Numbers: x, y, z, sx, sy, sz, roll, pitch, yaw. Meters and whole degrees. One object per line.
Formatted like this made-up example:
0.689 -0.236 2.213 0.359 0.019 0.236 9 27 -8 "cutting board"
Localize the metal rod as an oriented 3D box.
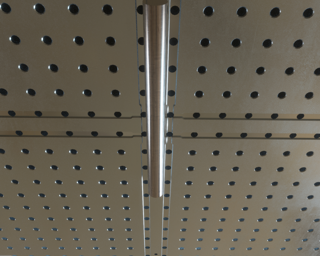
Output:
-0.006 -0.011 0.402 0.025 0.025 0.298 0 130 0 "metal rod"
